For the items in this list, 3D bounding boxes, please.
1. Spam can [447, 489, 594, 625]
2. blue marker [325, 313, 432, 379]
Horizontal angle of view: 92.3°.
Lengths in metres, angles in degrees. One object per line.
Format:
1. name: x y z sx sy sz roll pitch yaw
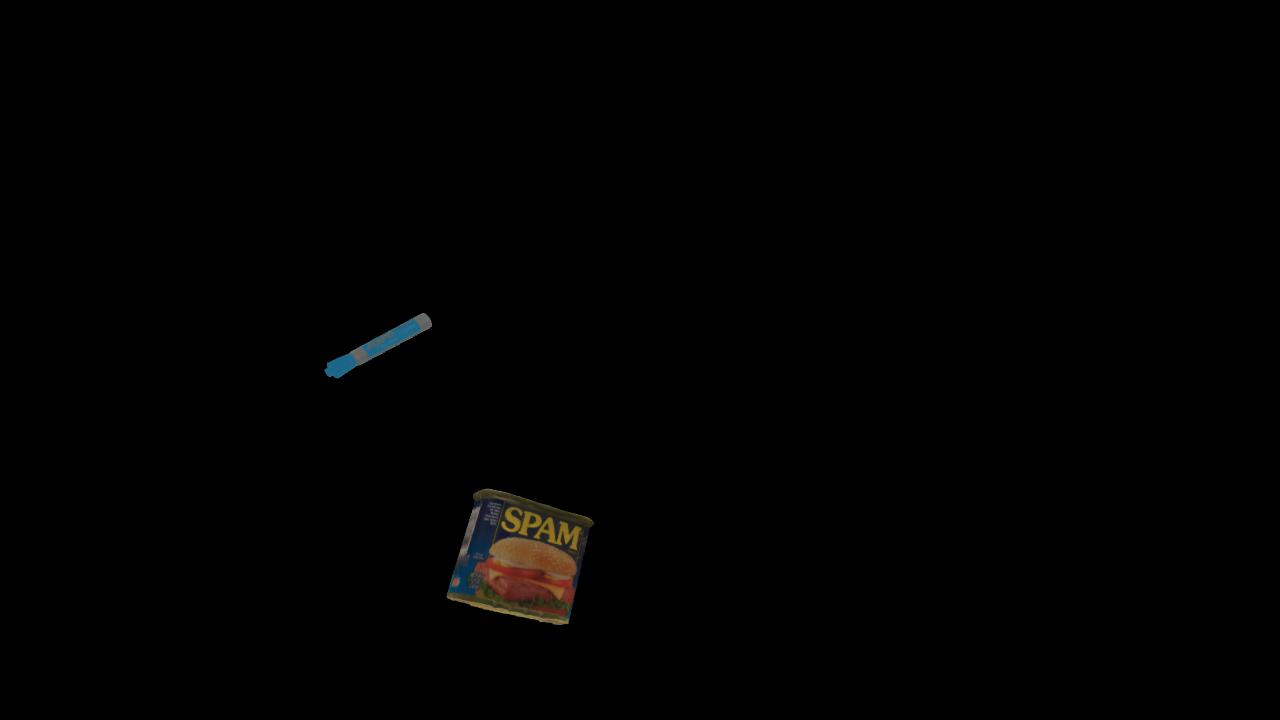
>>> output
1. Spam can: -0.097 0.162 0.503 0.101 0.085 0.058 23 -28 -22
2. blue marker: -0.277 -0.016 0.655 0.020 0.020 0.121 0 29 45
